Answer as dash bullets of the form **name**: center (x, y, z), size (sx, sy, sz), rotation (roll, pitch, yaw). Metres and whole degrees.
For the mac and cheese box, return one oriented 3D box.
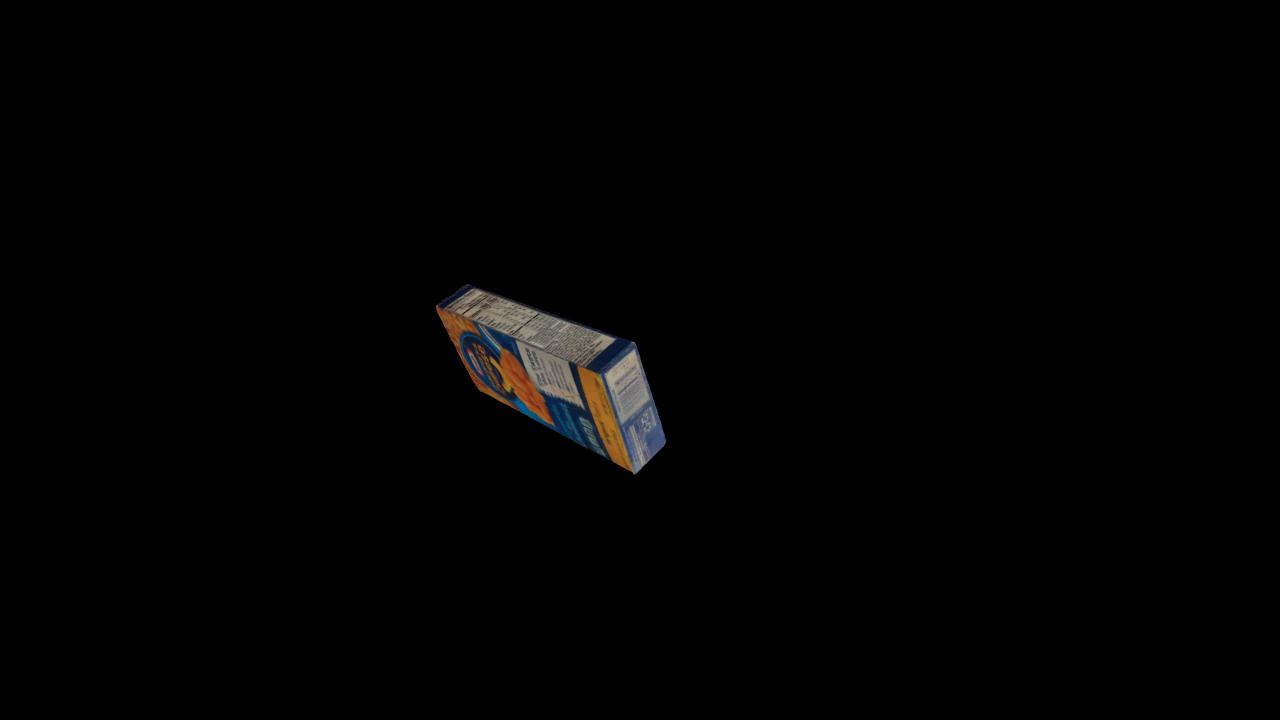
- **mac and cheese box**: center (-0.069, 0.008, 0.449), size (0.184, 0.093, 0.041), rotation (20, 51, 39)
